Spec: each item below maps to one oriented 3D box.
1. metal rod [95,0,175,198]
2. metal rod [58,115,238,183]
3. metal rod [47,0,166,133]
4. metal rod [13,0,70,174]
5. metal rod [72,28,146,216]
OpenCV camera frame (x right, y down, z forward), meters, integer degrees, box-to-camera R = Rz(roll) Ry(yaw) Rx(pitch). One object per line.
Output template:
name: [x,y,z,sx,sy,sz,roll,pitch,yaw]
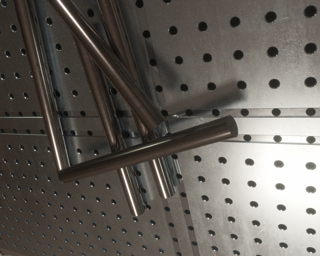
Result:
metal rod: [-0.028,-0.034,0.403,0.025,0.025,0.298,-2,118,29]
metal rod: [-0.038,0.038,0.419,0.300,0.025,0.025,-19,109,35]
metal rod: [-0.094,-0.121,0.360,0.025,0.025,0.300,-38,90,38]
metal rod: [-0.172,-0.052,0.467,0.025,0.025,0.298,12,124,21]
metal rod: [-0.067,0.006,0.448,0.025,0.025,0.298,1,119,27]
